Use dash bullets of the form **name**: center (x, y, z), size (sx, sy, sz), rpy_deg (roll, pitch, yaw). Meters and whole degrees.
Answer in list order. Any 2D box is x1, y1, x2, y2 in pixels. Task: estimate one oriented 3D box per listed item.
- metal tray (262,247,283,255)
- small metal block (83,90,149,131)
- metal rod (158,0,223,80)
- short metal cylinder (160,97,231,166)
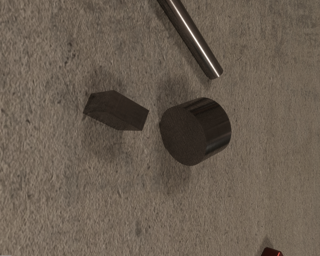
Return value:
- **metal tray**: center (0.198, 0.302, 0.571), size (0.131, 0.030, 0.090), rpy_deg (-48, 119, -29)
- **small metal block**: center (-0.050, -0.018, 0.348), size (0.050, 0.050, 0.025), rpy_deg (29, 72, -37)
- **metal rod**: center (0.002, -0.184, 0.407), size (0.300, 0.025, 0.025), rpy_deg (50, 60, -29)
- **short metal cylinder**: center (0.046, 0.004, 0.410), size (0.050, 0.080, 0.079), rpy_deg (-22, 104, -38)
